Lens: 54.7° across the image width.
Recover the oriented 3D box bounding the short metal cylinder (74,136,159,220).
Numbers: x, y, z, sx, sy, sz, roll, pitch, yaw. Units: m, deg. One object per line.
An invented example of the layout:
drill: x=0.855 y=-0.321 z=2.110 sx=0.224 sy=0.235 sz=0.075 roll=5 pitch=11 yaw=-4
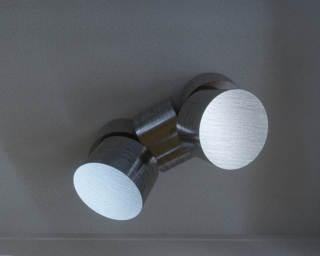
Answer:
short metal cylinder: x=-0.048 y=0.056 z=0.348 sx=0.080 sy=0.050 sz=0.079 roll=11 pitch=125 yaw=16

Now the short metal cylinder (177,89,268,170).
short metal cylinder: x=0.065 y=-0.001 z=0.327 sx=0.081 sy=0.050 sz=0.079 roll=-3 pitch=98 yaw=-22

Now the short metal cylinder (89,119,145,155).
short metal cylinder: x=-0.049 y=0.033 z=0.408 sx=0.081 sy=0.050 sz=0.079 roll=0 pitch=110 yaw=-1

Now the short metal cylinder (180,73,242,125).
short metal cylinder: x=0.067 y=-0.025 z=0.388 sx=0.081 sy=0.050 sz=0.079 roll=0 pitch=110 yaw=-1

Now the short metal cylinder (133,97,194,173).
short metal cylinder: x=0.009 y=0.008 z=0.383 sx=0.050 sy=0.080 sz=0.080 roll=-28 pitch=108 yaw=9
